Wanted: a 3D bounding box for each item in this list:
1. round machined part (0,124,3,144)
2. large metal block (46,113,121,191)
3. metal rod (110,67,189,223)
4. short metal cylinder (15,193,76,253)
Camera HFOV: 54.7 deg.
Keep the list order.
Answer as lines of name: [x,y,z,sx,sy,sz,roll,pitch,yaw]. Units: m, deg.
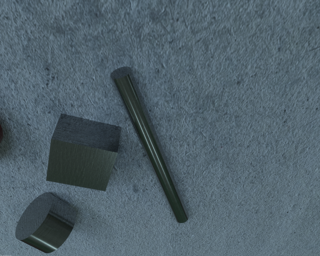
round machined part: [-0.249,-0.003,0.389,0.099,0.042,0.097,-1,130,0]
large metal block: [-0.103,0.035,0.419,0.081,0.050,0.079,13,129,-12]
metal rod: [-0.003,0.046,0.446,0.025,0.025,0.299,-13,129,10]
short metal cylinder: [-0.183,0.152,0.498,0.080,0.080,0.050,-29,125,22]
